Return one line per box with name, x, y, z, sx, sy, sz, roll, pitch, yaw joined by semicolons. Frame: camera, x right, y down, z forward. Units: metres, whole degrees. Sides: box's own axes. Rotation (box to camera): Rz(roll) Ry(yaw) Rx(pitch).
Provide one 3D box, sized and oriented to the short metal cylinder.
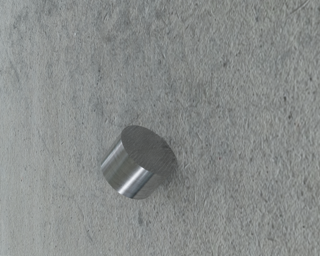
short metal cylinder;-0.027;0.043;0.392;0.050;0.081;0.080;-50;60;28
